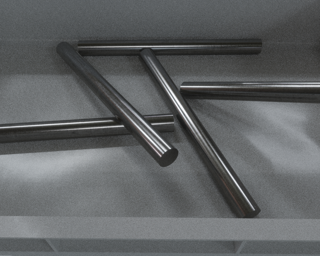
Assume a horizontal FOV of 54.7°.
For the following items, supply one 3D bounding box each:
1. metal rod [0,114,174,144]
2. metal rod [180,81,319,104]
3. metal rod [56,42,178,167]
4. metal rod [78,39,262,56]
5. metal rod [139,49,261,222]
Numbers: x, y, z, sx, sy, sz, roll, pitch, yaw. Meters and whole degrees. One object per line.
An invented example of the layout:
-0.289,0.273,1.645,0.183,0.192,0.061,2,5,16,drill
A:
-0.133,0.003,0.400,0.302,0.025,0.025,-4,50,-4,metal rod
0.157,-0.043,0.366,0.300,0.025,0.025,6,46,36,metal rod
-0.075,-0.050,0.421,0.025,0.025,0.300,-28,48,-22,metal rod
0.017,-0.136,0.519,0.302,0.025,0.025,-1,50,-2,metal rod
0.037,-0.013,0.415,0.025,0.025,0.300,-18,53,-15,metal rod
